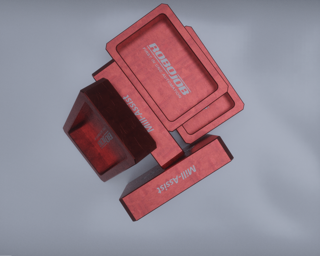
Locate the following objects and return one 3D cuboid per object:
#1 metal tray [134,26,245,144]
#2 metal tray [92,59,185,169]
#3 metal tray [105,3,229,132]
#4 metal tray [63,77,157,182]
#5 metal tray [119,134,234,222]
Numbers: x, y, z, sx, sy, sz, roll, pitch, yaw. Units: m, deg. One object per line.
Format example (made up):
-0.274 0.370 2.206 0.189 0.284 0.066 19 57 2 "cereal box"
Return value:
0.037 -0.055 0.409 0.090 0.030 0.130 -34 89 1 "metal tray"
-0.024 -0.015 0.376 0.030 0.090 0.130 -37 90 0 "metal tray"
0.008 -0.071 0.377 0.090 0.030 0.130 -36 90 0 "metal tray"
-0.065 0.010 0.358 0.030 0.129 0.090 -37 91 -31 "metal tray"
0.018 0.055 0.378 0.130 0.090 0.030 -32 90 0 "metal tray"
